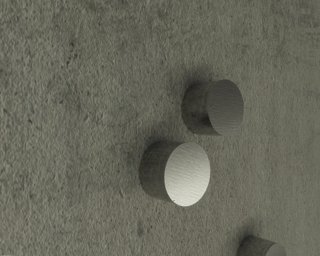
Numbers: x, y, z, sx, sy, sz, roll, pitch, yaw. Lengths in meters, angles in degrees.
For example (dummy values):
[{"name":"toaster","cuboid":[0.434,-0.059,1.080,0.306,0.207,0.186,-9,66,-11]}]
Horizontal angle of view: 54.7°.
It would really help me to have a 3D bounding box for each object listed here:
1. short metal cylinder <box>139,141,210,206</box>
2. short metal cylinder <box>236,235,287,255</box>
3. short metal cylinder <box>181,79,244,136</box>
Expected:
[{"name":"short metal cylinder","cuboid":[0.020,0.057,0.405,0.081,0.050,0.080,0,90,-40]},{"name":"short metal cylinder","cuboid":[0.176,0.233,0.536,0.081,0.050,0.080,0,90,-40]},{"name":"short metal cylinder","cuboid":[0.078,-0.029,0.453,0.081,0.050,0.080,0,90,-40]}]
